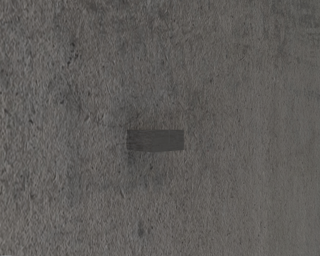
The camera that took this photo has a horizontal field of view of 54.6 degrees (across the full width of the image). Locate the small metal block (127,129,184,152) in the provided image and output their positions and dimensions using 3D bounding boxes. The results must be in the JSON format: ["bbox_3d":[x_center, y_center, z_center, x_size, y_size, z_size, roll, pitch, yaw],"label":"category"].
[{"bbox_3d":[-0.006,0.015,0.382,0.050,0.050,0.025,-1,91,-40],"label":"small metal block"}]
